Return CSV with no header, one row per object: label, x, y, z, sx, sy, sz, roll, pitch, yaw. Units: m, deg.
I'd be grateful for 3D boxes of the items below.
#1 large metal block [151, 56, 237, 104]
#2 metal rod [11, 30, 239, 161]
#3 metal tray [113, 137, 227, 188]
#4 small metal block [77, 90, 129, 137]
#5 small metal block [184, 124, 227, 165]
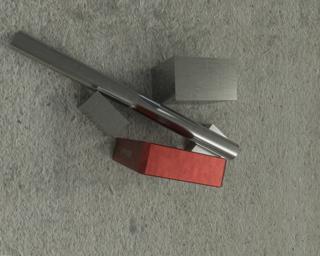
large metal block,0.041,-0.057,0.396,0.081,0.080,0.050,-2,91,-20
metal rod,-0.031,-0.034,0.385,0.301,0.025,0.025,27,81,-13
metal tray,0.004,0.036,0.357,0.091,0.130,0.030,13,86,-20
small metal block,-0.070,-0.016,0.371,0.050,0.050,0.025,46,76,-15
small metal block,0.071,0.029,0.438,0.050,0.025,0.050,43,76,-15
